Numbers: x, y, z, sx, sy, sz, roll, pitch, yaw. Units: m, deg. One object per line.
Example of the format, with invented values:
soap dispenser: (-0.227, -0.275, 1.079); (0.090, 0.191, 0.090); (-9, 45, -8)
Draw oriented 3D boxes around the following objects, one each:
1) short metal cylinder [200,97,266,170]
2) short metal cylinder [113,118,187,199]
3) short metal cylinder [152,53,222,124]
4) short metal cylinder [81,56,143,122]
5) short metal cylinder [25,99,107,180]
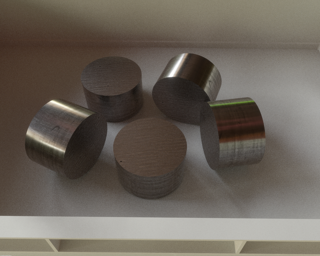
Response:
short metal cylinder: (0.082, 0.006, 0.363); (0.050, 0.080, 0.080); (-7, 51, -6)
short metal cylinder: (-0.011, 0.034, 0.357); (0.081, 0.050, 0.080); (0, 50, 0)
short metal cylinder: (0.036, -0.052, 0.413); (0.080, 0.080, 0.050); (17, 52, 13)
short metal cylinder: (-0.065, -0.055, 0.432); (0.081, 0.050, 0.080); (0, 50, 0)
short metal cylinder: (-0.104, 0.012, 0.355); (0.050, 0.080, 0.080); (21, 53, 17)
